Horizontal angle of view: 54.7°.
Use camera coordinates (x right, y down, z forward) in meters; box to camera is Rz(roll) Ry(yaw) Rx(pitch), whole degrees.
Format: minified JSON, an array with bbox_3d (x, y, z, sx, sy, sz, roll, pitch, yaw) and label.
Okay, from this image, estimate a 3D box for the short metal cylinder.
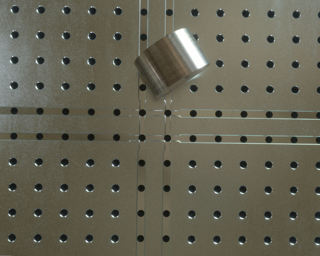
[{"bbox_3d":[0.015,-0.079,0.386,0.080,0.080,0.050,-32,90,0],"label":"short metal cylinder"}]
